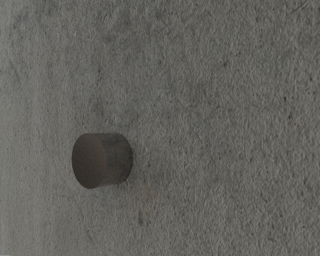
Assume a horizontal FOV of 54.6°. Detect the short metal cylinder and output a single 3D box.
[{"bbox_3d":[-0.087,0.047,0.462,0.080,0.050,0.080,0,90,40],"label":"short metal cylinder"}]
